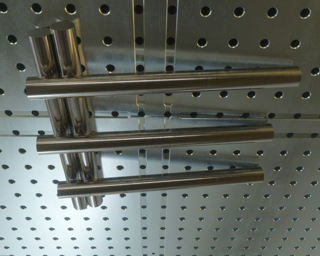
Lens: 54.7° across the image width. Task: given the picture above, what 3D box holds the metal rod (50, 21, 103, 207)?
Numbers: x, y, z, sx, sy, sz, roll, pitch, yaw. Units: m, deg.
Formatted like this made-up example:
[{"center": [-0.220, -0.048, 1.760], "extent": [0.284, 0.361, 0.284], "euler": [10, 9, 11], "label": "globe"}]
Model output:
[{"center": [-0.104, 0.008, 0.416], "extent": [0.025, 0.025, 0.298], "euler": [1, 130, -1], "label": "metal rod"}]

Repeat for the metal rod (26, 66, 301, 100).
[{"center": [0.009, -0.052, 0.349], "extent": [0.302, 0.025, 0.025], "euler": [-3, 130, -6], "label": "metal rod"}]

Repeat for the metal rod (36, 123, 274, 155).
[{"center": [-0.001, 0.014, 0.403], "extent": [0.302, 0.025, 0.025], "euler": [-3, 131, -6], "label": "metal rod"}]

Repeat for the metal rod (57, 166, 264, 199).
[{"center": [0.005, 0.080, 0.461], "extent": [0.302, 0.025, 0.025], "euler": [-3, 131, -6], "label": "metal rod"}]

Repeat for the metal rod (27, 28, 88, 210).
[{"center": [-0.129, 0.013, 0.420], "extent": [0.025, 0.025, 0.298], "euler": [1, 130, -1], "label": "metal rod"}]
